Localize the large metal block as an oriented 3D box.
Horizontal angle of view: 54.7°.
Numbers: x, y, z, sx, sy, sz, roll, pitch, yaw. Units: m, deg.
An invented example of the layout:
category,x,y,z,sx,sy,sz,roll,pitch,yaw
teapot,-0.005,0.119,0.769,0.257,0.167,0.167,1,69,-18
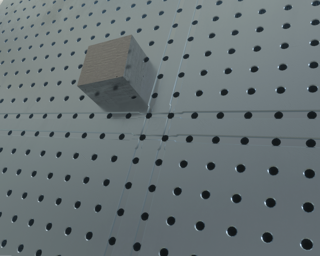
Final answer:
category,x,y,z,sx,sy,sz,roll,pitch,yaw
large metal block,-0.073,-0.090,0.484,0.080,0.050,0.080,-7,59,24
